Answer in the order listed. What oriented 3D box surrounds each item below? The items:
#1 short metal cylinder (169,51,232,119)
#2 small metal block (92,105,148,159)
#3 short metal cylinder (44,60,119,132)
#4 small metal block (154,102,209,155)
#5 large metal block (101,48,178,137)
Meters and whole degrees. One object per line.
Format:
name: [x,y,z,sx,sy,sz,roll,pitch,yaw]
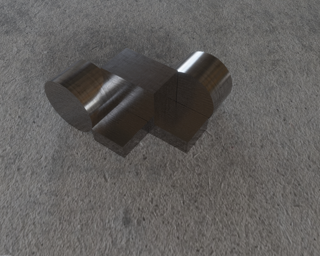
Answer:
short metal cylinder: [0.049,-0.055,0.415,0.080,0.080,0.050,29,56,22]
small metal block: [-0.051,0.004,0.401,0.050,0.025,0.050,28,55,22]
short metal cylinder: [-0.101,-0.041,0.403,0.080,0.080,0.050,28,56,21]
small metal block: [0.028,-0.001,0.406,0.050,0.025,0.050,28,55,22]
large metal block: [-0.026,-0.047,0.409,0.080,0.080,0.050,28,55,21]
